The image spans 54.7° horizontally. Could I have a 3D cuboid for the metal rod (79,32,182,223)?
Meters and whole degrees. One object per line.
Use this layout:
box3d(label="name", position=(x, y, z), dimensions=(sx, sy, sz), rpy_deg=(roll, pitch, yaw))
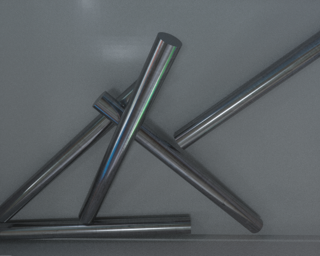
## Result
box3d(label="metal rod", position=(-0.049, 0.024, 0.373), dimensions=(0.025, 0.025, 0.298), rpy_deg=(23, 126, -8))

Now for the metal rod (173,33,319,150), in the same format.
box3d(label="metal rod", position=(0.145, -0.066, 0.387), dimensions=(0.300, 0.025, 0.025), rpy_deg=(-36, 107, 12))

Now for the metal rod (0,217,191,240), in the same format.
box3d(label="metal rod", position=(-0.105, 0.151, 0.465), dimensions=(0.302, 0.025, 0.025), rpy_deg=(-2, 110, 0))

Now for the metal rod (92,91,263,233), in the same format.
box3d(label="metal rod", position=(0.036, 0.056, 0.417), dimensions=(0.301, 0.025, 0.025), rpy_deg=(40, 105, -19))

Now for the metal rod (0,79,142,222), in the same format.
box3d(label="metal rod", position=(-0.121, 0.033, 0.422), dimensions=(0.300, 0.025, 0.025), rpy_deg=(-40, 105, 13))
